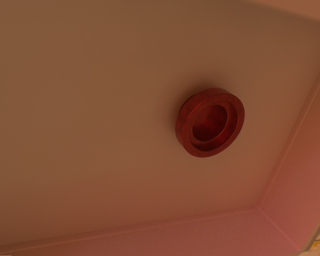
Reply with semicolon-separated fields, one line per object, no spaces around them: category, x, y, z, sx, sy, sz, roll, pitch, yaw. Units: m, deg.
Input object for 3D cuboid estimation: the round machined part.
round machined part;0.064;-0.011;0.428;0.099;0.042;0.097;-14;125;-21
